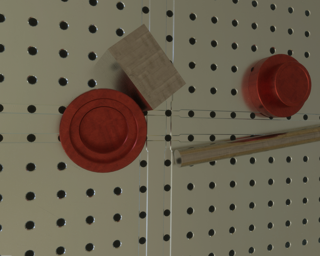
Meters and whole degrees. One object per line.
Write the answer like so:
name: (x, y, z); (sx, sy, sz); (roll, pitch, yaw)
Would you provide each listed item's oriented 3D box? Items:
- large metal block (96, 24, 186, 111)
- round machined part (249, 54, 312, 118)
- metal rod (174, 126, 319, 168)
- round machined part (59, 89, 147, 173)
large metal block: (-0.026, -0.066, 0.374); (0.050, 0.080, 0.080); (-40, 103, -16)
round machined part: (0.189, -0.065, 0.473); (0.099, 0.042, 0.097); (0, 90, -20)
metal rod: (0.165, 0.022, 0.473); (0.303, 0.025, 0.025); (-8, 93, -20)
round machined part: (-0.068, 0.001, 0.372); (0.099, 0.042, 0.097); (-2, 100, -13)
